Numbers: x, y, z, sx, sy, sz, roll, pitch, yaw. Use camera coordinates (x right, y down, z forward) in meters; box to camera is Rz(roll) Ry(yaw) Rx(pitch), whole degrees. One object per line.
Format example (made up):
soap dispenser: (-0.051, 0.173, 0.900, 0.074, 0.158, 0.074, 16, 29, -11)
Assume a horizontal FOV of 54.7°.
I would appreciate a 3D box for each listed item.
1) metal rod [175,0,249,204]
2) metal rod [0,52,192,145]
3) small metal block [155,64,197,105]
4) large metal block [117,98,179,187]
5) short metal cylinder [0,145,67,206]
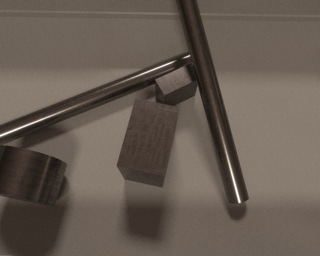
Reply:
metal rod: (0.059, -0.056, 0.382, 0.025, 0.025, 0.298, -15, 89, -6)
metal rod: (-0.083, -0.043, 0.424, 0.302, 0.025, 0.025, -23, 72, -9)
small metal block: (0.022, -0.054, 0.416, 0.050, 0.050, 0.025, -26, 73, -9)
large metal block: (-0.012, 0.021, 0.373, 0.050, 0.080, 0.080, 12, 71, 4)
short metal cylinder: (-0.155, 0.057, 0.358, 0.080, 0.080, 0.050, 10, 71, 3)
